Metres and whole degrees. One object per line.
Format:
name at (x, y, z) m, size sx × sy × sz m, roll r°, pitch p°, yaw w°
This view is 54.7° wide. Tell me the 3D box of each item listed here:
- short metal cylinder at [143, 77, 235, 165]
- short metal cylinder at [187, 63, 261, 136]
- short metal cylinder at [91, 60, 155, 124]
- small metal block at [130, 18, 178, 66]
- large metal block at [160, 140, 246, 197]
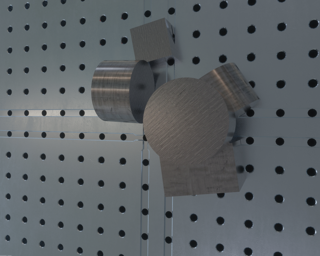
short metal cylinder at (0.030, -0.006, 0.303) m, size 0.080 × 0.050 × 0.080 m, roll 0°, pitch 90°, yaw 20°
short metal cylinder at (0.067, -0.031, 0.359) m, size 0.080 × 0.080 × 0.050 m, roll -35°, pitch 79°, yaw 17°
short metal cylinder at (-0.045, -0.047, 0.399) m, size 0.050 × 0.080 × 0.079 m, roll 4°, pitch 92°, yaw 20°
small metal block at (-0.008, -0.113, 0.415) m, size 0.050 × 0.025 × 0.050 m, roll -12°, pitch 86°, yaw 19°
large metal block at (0.053, 0.045, 0.364) m, size 0.080 × 0.080 × 0.050 m, roll -9°, pitch 87°, yaw 20°
